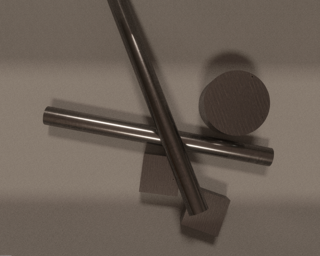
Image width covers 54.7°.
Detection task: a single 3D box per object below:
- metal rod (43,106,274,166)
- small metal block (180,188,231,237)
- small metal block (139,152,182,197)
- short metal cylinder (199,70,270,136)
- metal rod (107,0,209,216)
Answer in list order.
[{"bbox_3d":[-0.001,0.011,0.411,0.302,0.025,0.025,11,90,-1],"label":"metal rod"},{"bbox_3d":[0.059,0.109,0.412,0.050,0.025,0.050,20,90,-1],"label":"small metal block"},{"bbox_3d":[0.001,0.061,0.412,0.050,0.025,0.050,7,90,-1],"label":"small metal block"},{"bbox_3d":[0.093,-0.030,0.400,0.081,0.050,0.079,0,90,-1],"label":"short metal cylinder"},{"bbox_3d":[-0.006,-0.037,0.392,0.025,0.025,0.299,-21,83,0],"label":"metal rod"}]
